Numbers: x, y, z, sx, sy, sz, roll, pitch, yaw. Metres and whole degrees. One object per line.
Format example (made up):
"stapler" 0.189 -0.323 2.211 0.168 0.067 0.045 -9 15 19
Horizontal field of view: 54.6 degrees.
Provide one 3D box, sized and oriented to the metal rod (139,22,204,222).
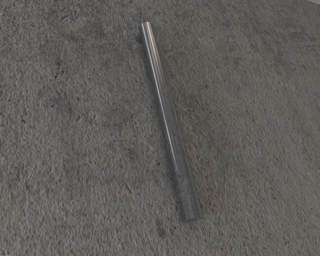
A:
"metal rod" 0.009 -0.026 0.423 0.025 0.025 0.299 2 61 -27
